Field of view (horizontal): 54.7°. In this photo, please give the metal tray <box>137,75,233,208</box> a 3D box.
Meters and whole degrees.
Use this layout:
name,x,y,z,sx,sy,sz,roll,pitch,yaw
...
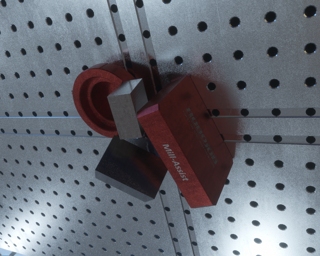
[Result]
name,x,y,z,sx,sy,sz,roll,pitch,yaw
metal tray,0.035,0.015,0.359,0.030,0.090,0.130,-19,109,35

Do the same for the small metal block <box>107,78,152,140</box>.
name,x,y,z,sx,sy,sz,roll,pitch,yaw
small metal block,-0.032,-0.022,0.344,0.025,0.050,0.050,-7,115,15

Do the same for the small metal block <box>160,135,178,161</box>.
name,x,y,z,sx,sy,sz,roll,pitch,yaw
small metal block,0.028,0.030,0.407,0.050,0.025,0.050,19,131,30

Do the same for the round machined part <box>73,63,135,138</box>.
name,x,y,z,sx,sy,sz,roll,pitch,yaw
round machined part,-0.061,-0.039,0.406,0.098,0.042,0.097,13,124,20

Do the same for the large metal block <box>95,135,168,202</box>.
name,x,y,z,sx,sy,sz,roll,pitch,yaw
large metal block,-0.040,0.059,0.421,0.080,0.050,0.080,27,161,-3
